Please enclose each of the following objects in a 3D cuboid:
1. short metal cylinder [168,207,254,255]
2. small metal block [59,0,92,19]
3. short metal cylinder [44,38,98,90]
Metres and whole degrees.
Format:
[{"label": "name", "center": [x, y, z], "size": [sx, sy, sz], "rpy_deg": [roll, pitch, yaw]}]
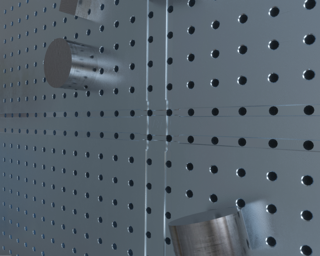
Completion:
[{"label": "short metal cylinder", "center": [0.053, 0.119, 0.330], "size": [0.080, 0.081, 0.050], "rpy_deg": [-21, 77, 38]}, {"label": "small metal block", "center": [-0.143, -0.218, 0.528], "size": [0.050, 0.025, 0.050], "rpy_deg": [27, 107, 36]}, {"label": "short metal cylinder", "center": [-0.149, -0.104, 0.516], "size": [0.080, 0.050, 0.080], "rpy_deg": [0, 90, 40]}]
